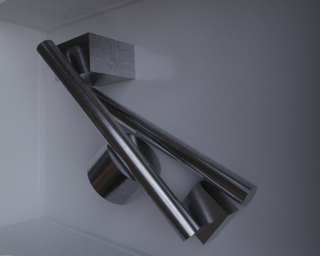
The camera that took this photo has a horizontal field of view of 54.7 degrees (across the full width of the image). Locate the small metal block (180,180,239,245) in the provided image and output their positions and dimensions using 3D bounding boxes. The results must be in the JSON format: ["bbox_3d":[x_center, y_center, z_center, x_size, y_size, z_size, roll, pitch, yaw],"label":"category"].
[{"bbox_3d":[0.054,0.096,0.359,0.050,0.025,0.050,45,117,30],"label":"small metal block"}]

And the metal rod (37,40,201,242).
[{"bbox_3d":[-0.058,0.005,0.375,0.300,0.025,0.025,50,120,13],"label":"metal rod"}]

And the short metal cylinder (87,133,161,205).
[{"bbox_3d":[-0.046,0.052,0.404,0.050,0.081,0.080,-47,62,29],"label":"short metal cylinder"}]

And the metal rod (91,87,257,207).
[{"bbox_3d":[-0.010,0.008,0.412,0.300,0.025,0.025,31,109,35],"label":"metal rod"}]

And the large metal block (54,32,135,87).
[{"bbox_3d":[-0.094,-0.094,0.445,0.080,0.081,0.050,-5,87,39],"label":"large metal block"}]
